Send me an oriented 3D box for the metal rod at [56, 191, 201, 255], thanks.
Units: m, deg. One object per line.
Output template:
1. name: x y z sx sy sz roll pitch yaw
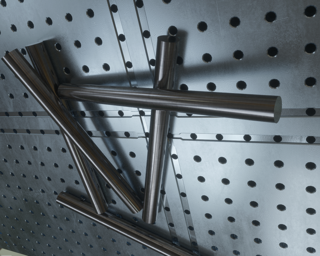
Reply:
1. metal rod: -0.053 0.182 0.549 0.301 0.025 0.025 20 126 15

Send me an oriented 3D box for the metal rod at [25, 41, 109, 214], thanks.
1. metal rod: -0.139 0.014 0.490 0.025 0.025 0.298 -1 118 28

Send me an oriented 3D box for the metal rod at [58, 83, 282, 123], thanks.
1. metal rod: -0.016 -0.035 0.364 0.300 0.025 0.025 9 123 35

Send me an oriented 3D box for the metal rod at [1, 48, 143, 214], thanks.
1. metal rod: -0.118 0.017 0.460 0.025 0.025 0.299 -21 114 35

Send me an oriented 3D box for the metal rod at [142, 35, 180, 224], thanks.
1. metal rod: -0.004 0.024 0.426 0.025 0.025 0.298 18 126 17
